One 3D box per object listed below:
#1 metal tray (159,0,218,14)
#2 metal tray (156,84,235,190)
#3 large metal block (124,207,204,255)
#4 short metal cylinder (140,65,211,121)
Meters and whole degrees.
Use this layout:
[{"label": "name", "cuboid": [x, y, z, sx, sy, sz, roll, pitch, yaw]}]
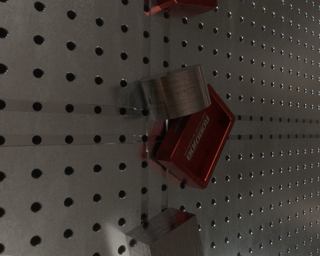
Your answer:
[{"label": "metal tray", "cuboid": [0.035, -0.234, 0.437, 0.091, 0.030, 0.129, -12, 98, -40]}, {"label": "metal tray", "cuboid": [0.057, 0.012, 0.452, 0.090, 0.030, 0.130, 44, 63, -35]}, {"label": "large metal block", "cuboid": [0.009, 0.162, 0.403, 0.081, 0.050, 0.079, -20, 103, -39]}, {"label": "short metal cylinder", "cuboid": [0.020, -0.046, 0.392, 0.081, 0.080, 0.050, -25, 106, -37]}]
